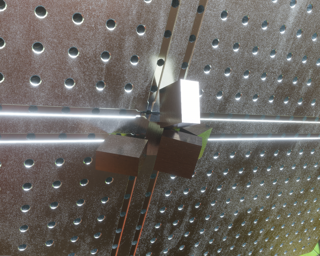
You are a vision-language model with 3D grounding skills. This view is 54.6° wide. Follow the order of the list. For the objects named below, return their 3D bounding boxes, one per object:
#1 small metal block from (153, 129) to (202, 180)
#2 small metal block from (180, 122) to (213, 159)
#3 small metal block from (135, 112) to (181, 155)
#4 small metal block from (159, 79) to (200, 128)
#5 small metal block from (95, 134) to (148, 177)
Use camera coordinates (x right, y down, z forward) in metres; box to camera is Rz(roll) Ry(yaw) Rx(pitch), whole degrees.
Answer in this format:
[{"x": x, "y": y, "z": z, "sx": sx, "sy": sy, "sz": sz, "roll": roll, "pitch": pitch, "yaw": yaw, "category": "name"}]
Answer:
[{"x": 0.023, "y": 0.032, "z": 0.395, "sx": 0.050, "sy": 0.025, "sz": 0.050, "roll": 14, "pitch": 115, "yaw": 1, "category": "small metal block"}, {"x": 0.045, "y": 0.021, "z": 0.434, "sx": 0.050, "sy": 0.025, "sz": 0.050, "roll": -22, "pitch": 134, "yaw": -55, "category": "small metal block"}, {"x": -0.003, "y": 0.009, "z": 0.414, "sx": 0.050, "sy": 0.025, "sz": 0.050, "roll": 2, "pitch": 117, "yaw": -29, "category": "small metal block"}, {"x": 0.023, "y": -0.027, "z": 0.377, "sx": 0.025, "sy": 0.050, "sz": 0.050, "roll": 3, "pitch": 81, "yaw": -29, "category": "small metal block"}, {"x": -0.045, "y": 0.032, "z": 0.376, "sx": 0.050, "sy": 0.050, "sz": 0.025, "roll": 9, "pitch": 113, "yaw": 6, "category": "small metal block"}]
